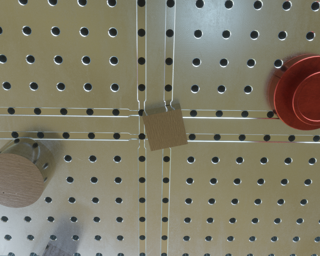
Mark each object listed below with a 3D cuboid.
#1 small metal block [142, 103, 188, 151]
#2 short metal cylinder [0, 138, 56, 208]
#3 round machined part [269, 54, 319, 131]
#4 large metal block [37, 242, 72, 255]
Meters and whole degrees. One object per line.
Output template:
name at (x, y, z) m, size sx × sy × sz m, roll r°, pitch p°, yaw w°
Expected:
small metal block at (0.007, -0.001, 0.413) m, size 0.050 × 0.025 × 0.050 m, roll -12°, pitch 110°, yaw 4°
short metal cylinder at (-0.190, 0.060, 0.419) m, size 0.081 × 0.050 × 0.079 m, roll 0°, pitch 110°, yaw -1°
round machined part at (0.194, -0.042, 0.392) m, size 0.099 × 0.042 × 0.097 m, roll 0°, pitch 110°, yaw -1°
large metal block at (-0.182, 0.239, 0.470) m, size 0.050 × 0.080 × 0.080 m, roll 37°, pitch 106°, yaw -13°
